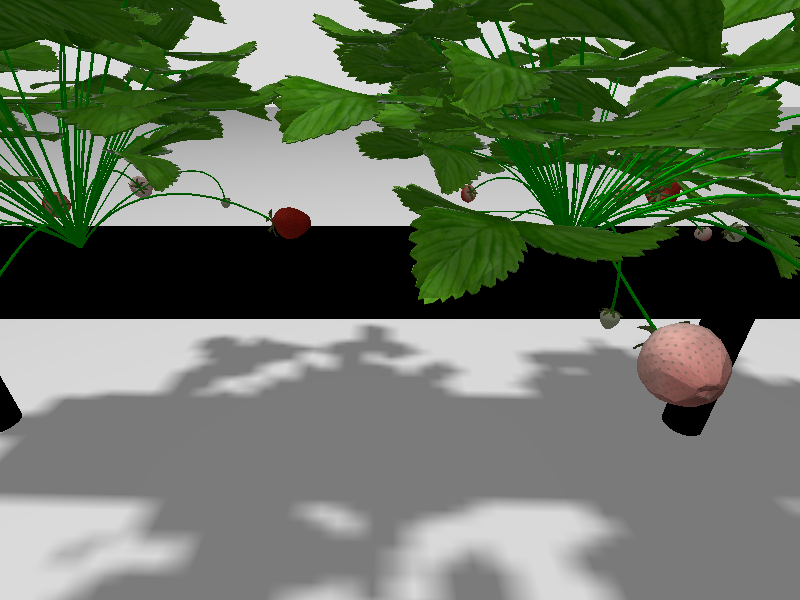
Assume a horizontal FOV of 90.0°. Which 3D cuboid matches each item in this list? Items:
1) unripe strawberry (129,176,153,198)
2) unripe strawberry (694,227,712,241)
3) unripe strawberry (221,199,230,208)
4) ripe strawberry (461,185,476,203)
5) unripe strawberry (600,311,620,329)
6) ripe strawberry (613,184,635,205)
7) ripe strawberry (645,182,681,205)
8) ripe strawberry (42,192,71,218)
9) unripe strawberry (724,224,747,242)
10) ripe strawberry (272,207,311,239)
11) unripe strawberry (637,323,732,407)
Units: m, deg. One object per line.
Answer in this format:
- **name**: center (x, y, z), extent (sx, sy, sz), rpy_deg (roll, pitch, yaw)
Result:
- **unripe strawberry**: center (-0.350, -0.153, 0.544), extent (0.027, 0.028, 0.029), rpy_deg (-7, 16, -14)
- **unripe strawberry**: center (0.292, -0.063, 0.384), extent (0.015, 0.013, 0.015), rpy_deg (35, 17, -23)
- **unripe strawberry**: center (-0.207, -0.115, 0.477), extent (0.010, 0.011, 0.011), rpy_deg (18, 32, 30)
- **ripe strawberry**: center (0.087, -0.136, 0.515), extent (0.019, 0.022, 0.021), rpy_deg (-10, 3, -19)
- **unripe strawberry**: center (0.122, 0.012, 0.233), extent (0.011, 0.011, 0.011), rpy_deg (6, 28, 11)
- **ripe strawberry**: center (0.287, -0.135, 0.511), extent (0.025, 0.027, 0.027), rpy_deg (20, 33, 34)
- **ripe strawberry**: center (0.331, -0.137, 0.502), extent (0.040, 0.039, 0.037), rpy_deg (-22, 35, -37)
- **ripe strawberry**: center (-0.390, -0.109, 0.455), extent (0.025, 0.029, 0.027), rpy_deg (-23, 35, -37)
- **unripe strawberry**: center (0.322, -0.064, 0.384), extent (0.018, 0.017, 0.016), rpy_deg (11, 25, -13)
- **ripe strawberry**: center (-0.104, -0.075, 0.385), extent (0.035, 0.030, 0.035), rpy_deg (-3, 28, -7)
- **unripe strawberry**: center (0.130, 0.031, 0.181), extent (0.036, 0.038, 0.038), rpy_deg (3, 28, 6)
